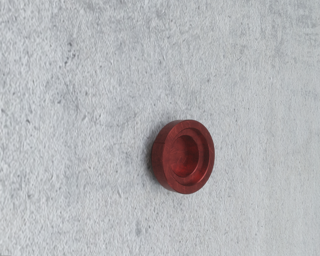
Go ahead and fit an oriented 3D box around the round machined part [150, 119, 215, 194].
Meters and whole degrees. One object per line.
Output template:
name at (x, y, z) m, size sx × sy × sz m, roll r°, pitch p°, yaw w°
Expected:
round machined part at (0.026, 0.037, 0.419) m, size 0.099 × 0.042 × 0.097 m, roll 0°, pitch 90°, yaw -40°
